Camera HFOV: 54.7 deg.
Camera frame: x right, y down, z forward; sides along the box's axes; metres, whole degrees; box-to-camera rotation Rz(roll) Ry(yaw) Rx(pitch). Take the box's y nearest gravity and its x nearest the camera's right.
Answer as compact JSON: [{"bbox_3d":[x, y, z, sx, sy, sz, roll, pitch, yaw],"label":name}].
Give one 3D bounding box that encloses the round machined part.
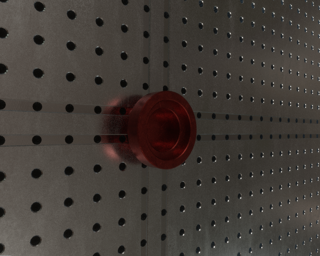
[{"bbox_3d":[-0.002,0.003,0.399,0.099,0.042,0.097,0,90,-40],"label":"round machined part"}]
